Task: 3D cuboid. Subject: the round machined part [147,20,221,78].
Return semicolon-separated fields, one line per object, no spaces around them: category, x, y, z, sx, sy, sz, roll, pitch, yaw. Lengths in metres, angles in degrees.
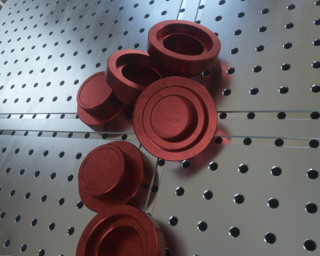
round machined part;0.031;-0.105;0.428;0.099;0.042;0.098;5;48;-6

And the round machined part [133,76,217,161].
round machined part;0.016;-0.012;0.375;0.098;0.098;0.042;-44;8;-2

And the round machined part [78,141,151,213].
round machined part;-0.064;0.059;0.396;0.098;0.042;0.098;-13;56;21

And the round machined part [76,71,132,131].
round machined part;-0.087;-0.047;0.473;0.098;0.042;0.098;-13;56;21

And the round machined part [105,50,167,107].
round machined part;-0.027;-0.064;0.431;0.099;0.042;0.098;13;41;-11

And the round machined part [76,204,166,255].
round machined part;-0.038;0.136;0.335;0.098;0.042;0.098;-13;56;21
